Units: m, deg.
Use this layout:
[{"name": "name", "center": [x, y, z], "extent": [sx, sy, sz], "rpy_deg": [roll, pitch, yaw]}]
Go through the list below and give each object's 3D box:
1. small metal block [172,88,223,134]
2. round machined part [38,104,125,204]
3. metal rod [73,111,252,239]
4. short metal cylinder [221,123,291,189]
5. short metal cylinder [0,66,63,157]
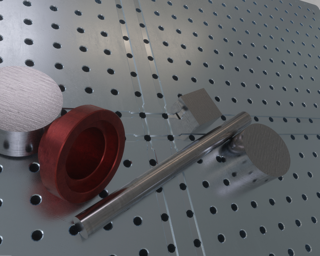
[{"name": "small metal block", "center": [0.055, -0.026, 0.454], "extent": [0.050, 0.025, 0.050], "rpy_deg": [-23, 74, -36]}, {"name": "round machined part", "center": [-0.082, 0.023, 0.315], "extent": [0.042, 0.097, 0.098], "rpy_deg": [18, 45, 27]}, {"name": "metal rod", "center": [0.028, 0.042, 0.397], "extent": [0.302, 0.025, 0.025], "rpy_deg": [-28, 77, -37]}, {"name": "short metal cylinder", "center": [0.136, 0.040, 0.441], "extent": [0.081, 0.050, 0.080], "rpy_deg": [14, 56, -21]}, {"name": "short metal cylinder", "center": [-0.145, -0.017, 0.321], "extent": [0.081, 0.050, 0.080], "rpy_deg": [12, 54, -17]}]
